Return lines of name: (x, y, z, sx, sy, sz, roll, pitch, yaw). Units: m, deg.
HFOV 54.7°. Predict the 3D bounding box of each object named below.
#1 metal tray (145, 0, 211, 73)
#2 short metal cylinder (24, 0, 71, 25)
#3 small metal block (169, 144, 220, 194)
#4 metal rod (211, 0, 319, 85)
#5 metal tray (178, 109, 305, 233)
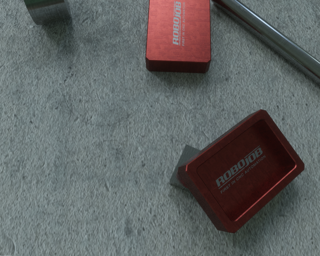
metal tray: (0.028, -0.147, 0.459, 0.091, 0.030, 0.130, 2, 70, 0)
short metal cylinder: (-0.166, -0.195, 0.448, 0.050, 0.080, 0.080, -16, 71, -6)
small metal block: (0.045, 0.056, 0.388, 0.050, 0.025, 0.050, 23, 72, 8)
metal rod: (0.194, -0.109, 0.450, 0.025, 0.025, 0.300, -43, 76, -14)
metal tray: (0.098, 0.048, 0.368, 0.131, 0.030, 0.090, -34, 88, -20)
